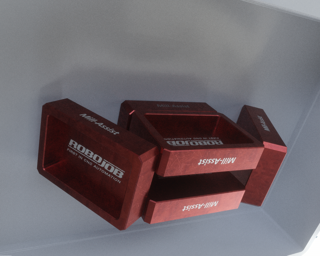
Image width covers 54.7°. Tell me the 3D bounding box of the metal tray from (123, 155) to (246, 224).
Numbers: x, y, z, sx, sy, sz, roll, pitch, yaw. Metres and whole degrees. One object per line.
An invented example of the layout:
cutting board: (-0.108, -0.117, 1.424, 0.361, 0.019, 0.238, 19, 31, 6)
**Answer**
metal tray: (0.027, 0.066, 0.381, 0.131, 0.090, 0.030, -1, 118, -29)

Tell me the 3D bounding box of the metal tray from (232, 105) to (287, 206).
metal tray: (0.126, 0.033, 0.429, 0.030, 0.130, 0.089, 14, 115, -2)

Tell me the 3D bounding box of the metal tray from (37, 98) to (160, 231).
metal tray: (-0.071, 0.035, 0.324, 0.030, 0.130, 0.089, -26, 137, -55)

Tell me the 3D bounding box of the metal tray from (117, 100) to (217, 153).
metal tray: (0.007, 0.011, 0.414, 0.131, 0.030, 0.089, -1, 119, -29)

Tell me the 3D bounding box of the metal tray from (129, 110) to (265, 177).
metal tray: (0.041, 0.013, 0.355, 0.131, 0.090, 0.030, 0, 118, -29)
